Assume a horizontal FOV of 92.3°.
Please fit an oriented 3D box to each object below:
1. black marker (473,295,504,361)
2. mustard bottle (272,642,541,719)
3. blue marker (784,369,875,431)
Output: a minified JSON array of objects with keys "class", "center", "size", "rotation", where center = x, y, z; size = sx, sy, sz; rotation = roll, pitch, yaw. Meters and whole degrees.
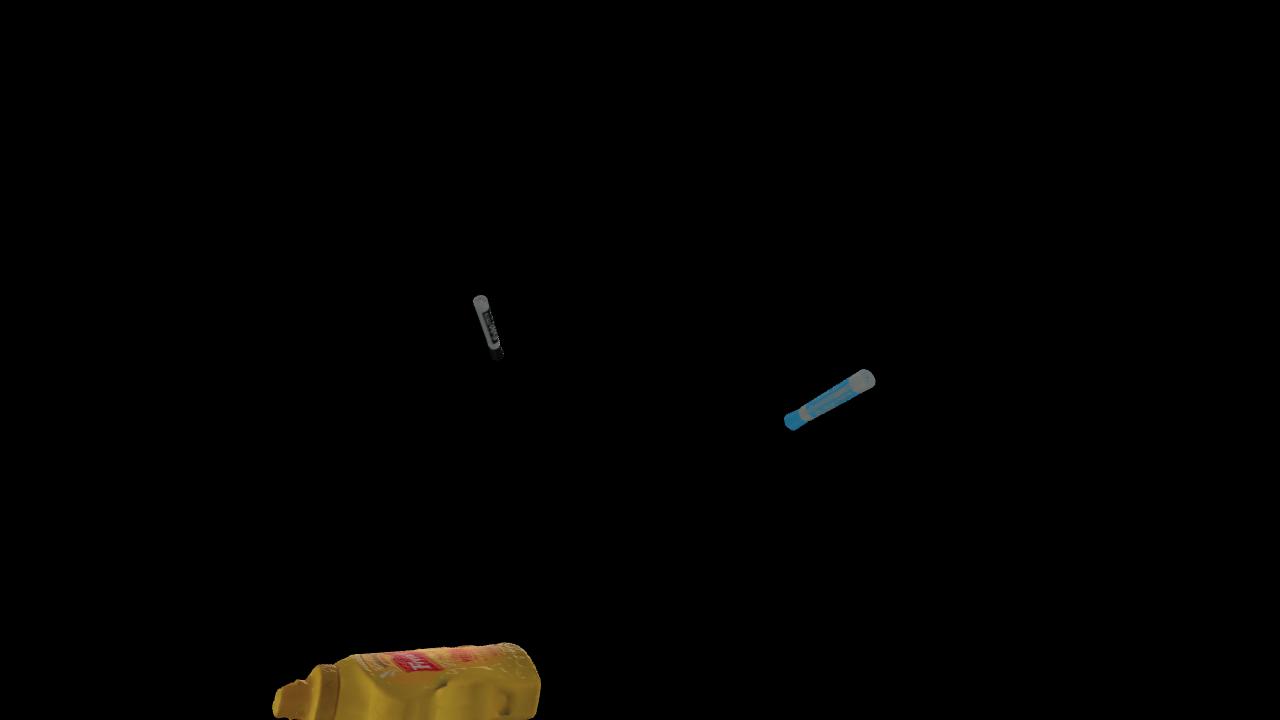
[{"class":"black marker","center":[-0.206,-0.040,0.844],"size":[0.020,0.020,0.121],"rotation":[0,-39,1]},{"class":"mustard bottle","center":[-0.176,0.252,0.469],"size":[0.184,0.054,0.092],"rotation":[15,-6,-35]},{"class":"blue marker","center":[0.183,0.042,0.609],"size":[0.020,0.020,0.121],"rotation":[0,-26,-27]}]
